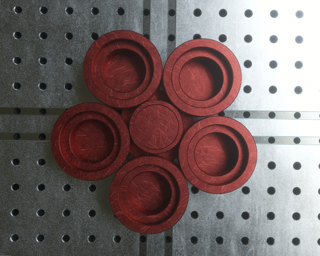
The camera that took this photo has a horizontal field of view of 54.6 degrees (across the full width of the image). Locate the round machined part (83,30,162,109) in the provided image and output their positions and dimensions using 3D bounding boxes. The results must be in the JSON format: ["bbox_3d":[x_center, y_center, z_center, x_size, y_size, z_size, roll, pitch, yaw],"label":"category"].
[{"bbox_3d":[-0.046,-0.073,0.404,0.099,0.042,0.097,0,90,0],"label":"round machined part"}]

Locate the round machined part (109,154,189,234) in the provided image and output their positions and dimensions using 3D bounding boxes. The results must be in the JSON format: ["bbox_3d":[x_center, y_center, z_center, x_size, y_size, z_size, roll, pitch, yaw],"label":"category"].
[{"bbox_3d":[-0.013,0.083,0.404,0.099,0.042,0.097,0,90,0],"label":"round machined part"}]

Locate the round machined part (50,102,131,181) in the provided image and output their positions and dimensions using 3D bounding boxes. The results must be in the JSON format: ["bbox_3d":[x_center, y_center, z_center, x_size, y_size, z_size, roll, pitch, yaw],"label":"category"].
[{"bbox_3d":[-0.086,0.016,0.404,0.099,0.042,0.097,0,90,0],"label":"round machined part"}]

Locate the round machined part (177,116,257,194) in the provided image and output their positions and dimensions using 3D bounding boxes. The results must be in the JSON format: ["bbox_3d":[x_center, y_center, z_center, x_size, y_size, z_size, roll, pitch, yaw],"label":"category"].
[{"bbox_3d":[0.072,0.033,0.405,0.099,0.042,0.097,0,90,0],"label":"round machined part"}]

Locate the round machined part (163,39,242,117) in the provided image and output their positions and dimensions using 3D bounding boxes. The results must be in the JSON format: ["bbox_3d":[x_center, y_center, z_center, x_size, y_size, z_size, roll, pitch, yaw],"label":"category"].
[{"bbox_3d":[0.053,-0.063,0.405,0.099,0.042,0.097,0,90,0],"label":"round machined part"}]

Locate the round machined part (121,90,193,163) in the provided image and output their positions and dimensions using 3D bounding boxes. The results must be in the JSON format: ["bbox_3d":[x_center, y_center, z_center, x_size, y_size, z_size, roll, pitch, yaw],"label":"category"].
[{"bbox_3d":[-0.005,-0.001,0.404,0.099,0.042,0.097,0,90,0],"label":"round machined part"}]
